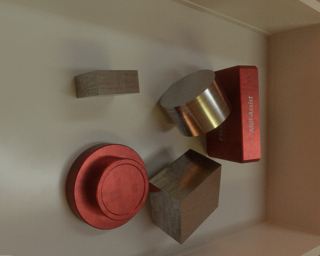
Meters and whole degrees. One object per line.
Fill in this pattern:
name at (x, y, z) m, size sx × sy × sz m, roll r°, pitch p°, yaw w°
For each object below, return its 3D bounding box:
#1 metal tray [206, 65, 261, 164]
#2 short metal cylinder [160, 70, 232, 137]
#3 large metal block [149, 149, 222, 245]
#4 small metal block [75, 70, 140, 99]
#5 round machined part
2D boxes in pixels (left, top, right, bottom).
metal tray at (0.102, -0.019, 0.449) m, size 0.030 × 0.090 × 0.129 m, roll -4°, pitch 93°, yaw -23°
short metal cylinder at (0.048, -0.034, 0.413) m, size 0.080 × 0.080 × 0.050 m, roll -50°, pitch 120°, yaw -28°
large metal block at (0.034, 0.087, 0.403) m, size 0.081 × 0.050 × 0.079 m, roll -34°, pitch 135°, yaw -35°
small metal block at (-0.059, -0.048, 0.343) m, size 0.050 × 0.050 × 0.025 m, roll -9°, pitch 96°, yaw -40°
round machined part at (-0.052, 0.067, 0.354) m, size 0.099 × 0.042 × 0.097 m, roll 0°, pitch 90°, yaw -40°
